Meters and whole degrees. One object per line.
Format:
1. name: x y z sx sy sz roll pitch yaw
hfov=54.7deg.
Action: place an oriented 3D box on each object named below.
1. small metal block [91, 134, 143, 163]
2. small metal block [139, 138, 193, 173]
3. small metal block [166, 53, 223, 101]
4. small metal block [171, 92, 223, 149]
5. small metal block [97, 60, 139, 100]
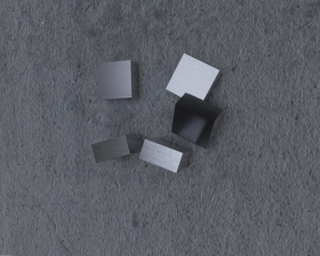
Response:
1. small metal block: -0.054 0.027 0.415 0.050 0.050 0.025 -17 85 19
2. small metal block: 0.009 0.033 0.392 0.050 0.050 0.025 20 97 19
3. small metal block: 0.044 -0.059 0.394 0.050 0.025 0.050 30 100 17
4. small metal block: 0.044 -0.008 0.379 0.050 0.025 0.050 27 141 18
5. small metal block: -0.057 -0.065 0.429 0.050 0.025 0.050 -2 89 20
